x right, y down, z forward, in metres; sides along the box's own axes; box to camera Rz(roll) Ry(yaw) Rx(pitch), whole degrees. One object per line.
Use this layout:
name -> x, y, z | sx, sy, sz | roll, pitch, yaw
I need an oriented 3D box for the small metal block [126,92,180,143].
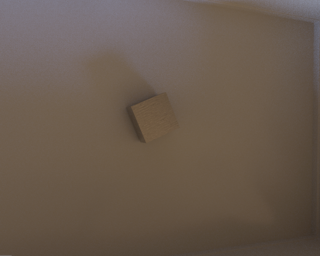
small metal block -> -0.009, -0.014, 0.404 | 0.050, 0.025, 0.050 | -25, 99, -19
